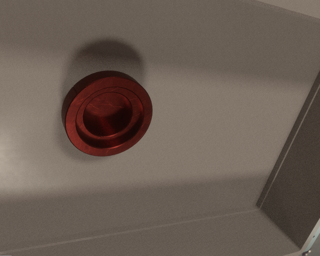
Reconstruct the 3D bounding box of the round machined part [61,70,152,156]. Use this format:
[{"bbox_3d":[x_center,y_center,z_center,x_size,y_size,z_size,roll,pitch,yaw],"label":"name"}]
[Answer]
[{"bbox_3d":[-0.062,-0.020,0.353,0.099,0.042,0.097,-14,125,-21],"label":"round machined part"}]
